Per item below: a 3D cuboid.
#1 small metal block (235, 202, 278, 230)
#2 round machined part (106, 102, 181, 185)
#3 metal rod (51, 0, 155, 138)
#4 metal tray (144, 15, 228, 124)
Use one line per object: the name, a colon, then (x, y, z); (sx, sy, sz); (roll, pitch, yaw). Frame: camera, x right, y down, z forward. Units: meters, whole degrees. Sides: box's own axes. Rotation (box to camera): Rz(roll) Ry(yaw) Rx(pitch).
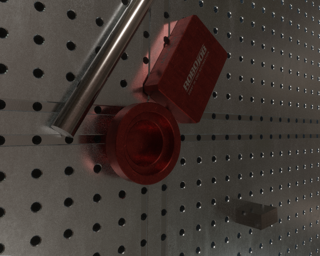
small metal block: (0.168, 0.151, 0.537); (0.050, 0.050, 0.025); (-6, 94, -40)
round machined part: (-0.024, 0.018, 0.380); (0.099, 0.042, 0.097); (0, 90, -40)
metal rod: (-0.041, -0.122, 0.376); (0.025, 0.025, 0.300); (40, 66, -33)
metal tray: (0.041, -0.082, 0.443); (0.090, 0.030, 0.130); (39, 66, -33)
